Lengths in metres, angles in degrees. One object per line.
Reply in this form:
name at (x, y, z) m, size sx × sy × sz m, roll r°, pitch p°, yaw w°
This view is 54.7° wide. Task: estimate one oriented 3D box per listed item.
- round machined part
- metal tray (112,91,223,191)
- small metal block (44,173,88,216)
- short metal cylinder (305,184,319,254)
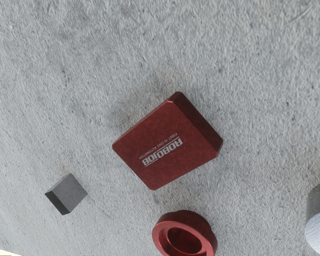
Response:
round machined part at (0.041, 0.165, 0.475) m, size 0.098 × 0.042 × 0.097 m, roll 13°, pitch 124°, yaw 20°
metal tray at (0.006, 0.022, 0.413) m, size 0.090 × 0.030 × 0.129 m, roll 49°, pitch 128°, yaw -7°
small metal block at (-0.165, 0.117, 0.547) m, size 0.025 × 0.050 × 0.050 m, roll -26°, pitch 104°, yaw 37°
short metal cylinder at (0.207, 0.105, 0.346) m, size 0.080 × 0.050 × 0.079 m, roll 13°, pitch 124°, yaw 20°
